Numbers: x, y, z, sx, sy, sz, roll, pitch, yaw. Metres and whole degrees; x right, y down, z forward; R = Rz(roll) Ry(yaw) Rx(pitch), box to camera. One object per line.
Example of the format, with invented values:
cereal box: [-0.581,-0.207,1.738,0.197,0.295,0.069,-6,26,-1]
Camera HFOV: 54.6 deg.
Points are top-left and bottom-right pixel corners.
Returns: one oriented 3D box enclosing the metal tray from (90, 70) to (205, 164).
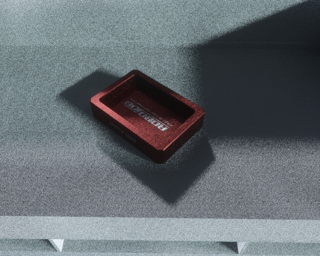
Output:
metal tray: [-0.018,-0.021,0.419,0.130,0.030,0.090,34,58,25]
